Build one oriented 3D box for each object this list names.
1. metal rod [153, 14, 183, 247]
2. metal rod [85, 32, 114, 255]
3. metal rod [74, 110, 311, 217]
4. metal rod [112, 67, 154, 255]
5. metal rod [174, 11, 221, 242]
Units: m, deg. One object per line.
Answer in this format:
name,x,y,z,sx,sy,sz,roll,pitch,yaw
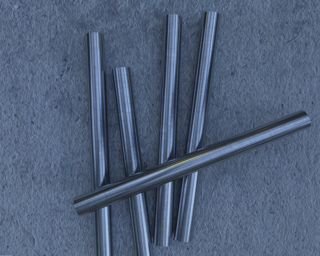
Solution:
metal rod,0.010,0.003,0.409,0.025,0.025,0.298,3,90,0
metal rod,-0.080,0.027,0.409,0.025,0.025,0.298,-3,90,0
metal rod,0.040,0.043,0.384,0.301,0.025,0.025,-21,90,-1
metal rod,-0.033,0.070,0.409,0.025,0.025,0.298,-7,90,0
metal rod,0.049,-0.002,0.410,0.025,0.025,0.298,7,90,0
